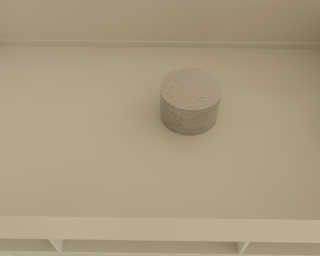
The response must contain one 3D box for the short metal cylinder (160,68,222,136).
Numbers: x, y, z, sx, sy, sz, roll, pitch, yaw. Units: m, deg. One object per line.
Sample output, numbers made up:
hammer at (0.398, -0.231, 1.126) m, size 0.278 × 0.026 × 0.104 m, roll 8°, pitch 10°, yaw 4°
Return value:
short metal cylinder at (0.040, -0.036, 0.420) m, size 0.080 × 0.050 × 0.080 m, roll 0°, pitch 50°, yaw 0°
